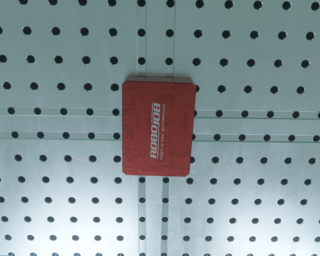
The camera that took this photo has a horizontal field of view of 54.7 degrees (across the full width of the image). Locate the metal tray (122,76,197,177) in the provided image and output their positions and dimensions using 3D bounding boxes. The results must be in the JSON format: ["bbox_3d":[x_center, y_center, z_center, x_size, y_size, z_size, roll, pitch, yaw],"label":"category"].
[{"bbox_3d":[-0.003,0.000,0.410,0.091,0.030,0.129,2,110,-1],"label":"metal tray"}]
